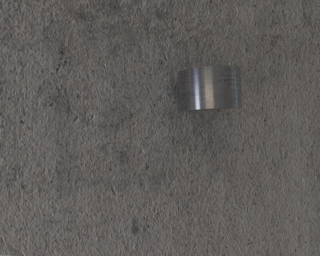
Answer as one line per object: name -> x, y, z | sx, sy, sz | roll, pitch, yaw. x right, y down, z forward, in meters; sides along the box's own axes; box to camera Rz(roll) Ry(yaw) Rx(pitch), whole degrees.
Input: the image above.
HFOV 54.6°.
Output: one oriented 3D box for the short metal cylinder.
short metal cylinder -> 0.065, -0.049, 0.403 | 0.081, 0.080, 0.050 | -4, 92, -20
